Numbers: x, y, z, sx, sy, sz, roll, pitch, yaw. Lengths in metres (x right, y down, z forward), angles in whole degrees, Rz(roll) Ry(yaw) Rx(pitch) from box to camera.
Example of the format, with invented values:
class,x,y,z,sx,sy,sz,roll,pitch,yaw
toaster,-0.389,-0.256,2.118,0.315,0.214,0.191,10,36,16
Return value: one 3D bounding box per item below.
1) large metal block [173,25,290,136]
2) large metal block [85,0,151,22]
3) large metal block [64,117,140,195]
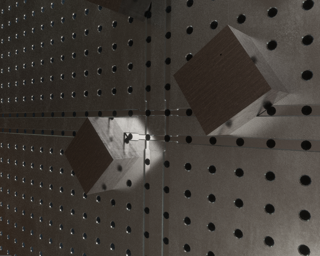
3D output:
class,x,y,z,sx,sy,sz,roll,pitch,yaw
large metal block,0.073,-0.047,0.331,0.080,0.050,0.080,-40,66,32
large metal block,-0.053,-0.204,0.434,0.080,0.050,0.079,32,110,35
large metal block,-0.089,0.040,0.464,0.080,0.050,0.080,-51,61,27
